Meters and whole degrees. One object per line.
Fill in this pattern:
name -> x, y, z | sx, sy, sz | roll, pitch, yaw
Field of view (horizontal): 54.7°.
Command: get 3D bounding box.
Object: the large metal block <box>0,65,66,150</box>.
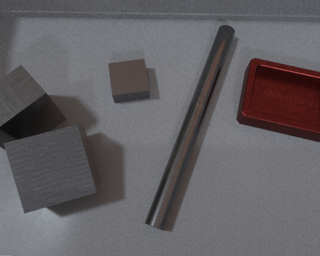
large metal block -> -0.175, -0.018, 0.385 | 0.080, 0.080, 0.050 | -41, 75, -14

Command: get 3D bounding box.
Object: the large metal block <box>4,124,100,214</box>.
large metal block -> -0.123, 0.044, 0.365 | 0.081, 0.050, 0.080 | -15, 93, -6

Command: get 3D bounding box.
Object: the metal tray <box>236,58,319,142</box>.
metal tray -> 0.179, -0.038, 0.422 | 0.131, 0.030, 0.090 | 13, 70, 4

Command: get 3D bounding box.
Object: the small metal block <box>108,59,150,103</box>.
small metal block -> -0.043, -0.066, 0.433 | 0.050, 0.025, 0.050 | -8, 70, -4

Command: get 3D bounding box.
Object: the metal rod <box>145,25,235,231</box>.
metal rod -> 0.047, -0.014, 0.415 | 0.025, 0.025, 0.300 | 20, 71, 7
